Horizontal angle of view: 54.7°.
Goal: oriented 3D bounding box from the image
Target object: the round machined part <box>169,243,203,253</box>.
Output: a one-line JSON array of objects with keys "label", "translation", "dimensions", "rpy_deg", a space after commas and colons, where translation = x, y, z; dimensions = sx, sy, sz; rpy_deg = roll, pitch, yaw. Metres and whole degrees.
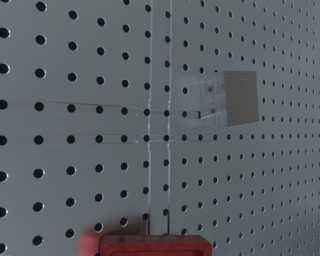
[{"label": "round machined part", "translation": [0.033, 0.205, 0.426], "dimensions": [0.099, 0.042, 0.097], "rpy_deg": [0, 90, -40]}]

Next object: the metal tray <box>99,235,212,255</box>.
[{"label": "metal tray", "translation": [-0.007, 0.176, 0.366], "dimensions": [0.131, 0.030, 0.089], "rpy_deg": [5, 87, -15]}]

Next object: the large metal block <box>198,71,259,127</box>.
[{"label": "large metal block", "translation": [0.108, -0.046, 0.483], "dimensions": [0.081, 0.050, 0.079], "rpy_deg": [-8, 95, -40]}]
